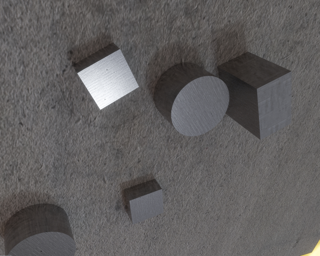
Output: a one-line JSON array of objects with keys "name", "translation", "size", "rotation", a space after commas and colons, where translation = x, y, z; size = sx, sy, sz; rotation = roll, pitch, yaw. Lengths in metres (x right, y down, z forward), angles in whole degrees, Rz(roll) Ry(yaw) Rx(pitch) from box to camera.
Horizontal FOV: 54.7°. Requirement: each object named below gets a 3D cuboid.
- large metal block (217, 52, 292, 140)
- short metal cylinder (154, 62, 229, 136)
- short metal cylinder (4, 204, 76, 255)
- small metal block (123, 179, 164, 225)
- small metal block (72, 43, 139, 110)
[{"name": "large metal block", "translation": [0.125, -0.045, 0.412], "size": [0.050, 0.080, 0.080], "rotation": [-27, 128, -12]}, {"name": "short metal cylinder", "translation": [0.039, -0.036, 0.390], "size": [0.081, 0.050, 0.079], "rotation": [-14, 124, -21]}, {"name": "short metal cylinder", "translation": [-0.154, 0.145, 0.396], "size": [0.081, 0.050, 0.079], "rotation": [-14, 124, -21]}, {"name": "small metal block", "translation": [-0.024, 0.110, 0.462], "size": [0.050, 0.025, 0.050], "rotation": [-16, 125, -19]}, {"name": "small metal block", "translation": [-0.059, -0.057, 0.340], "size": [0.050, 0.025, 0.050], "rotation": [-32, 129, -8]}]
